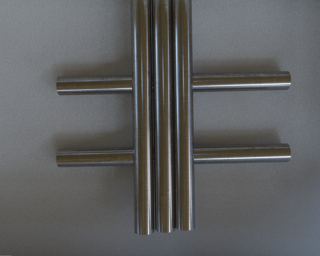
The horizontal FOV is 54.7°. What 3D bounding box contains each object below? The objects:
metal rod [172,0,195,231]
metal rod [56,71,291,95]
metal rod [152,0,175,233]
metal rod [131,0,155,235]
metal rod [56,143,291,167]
[{"bbox_3d":[0.029,-0.026,0.384,0.025,0.025,0.298,-1,90,0],"label":"metal rod"},{"bbox_3d":[0.018,-0.059,0.410,0.302,0.025,0.025,-1,90,0],"label":"metal rod"},{"bbox_3d":[0.004,-0.023,0.384,0.025,0.025,0.298,-1,90,0],"label":"metal rod"},{"bbox_3d":[-0.022,-0.021,0.384,0.025,0.025,0.298,-1,90,0],"label":"metal rod"},{"bbox_3d":[0.018,0.036,0.410,0.302,0.025,0.025,-1,90,0],"label":"metal rod"}]
